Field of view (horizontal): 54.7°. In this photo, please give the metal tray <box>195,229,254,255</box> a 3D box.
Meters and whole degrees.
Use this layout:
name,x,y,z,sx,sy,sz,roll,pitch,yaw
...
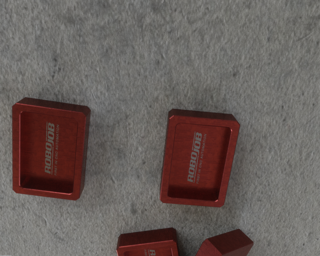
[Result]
name,x,y,z,sx,sy,sz,roll,pitch,yaw
metal tray,0.077,0.216,0.461,0.091,0.030,0.129,5,116,-44

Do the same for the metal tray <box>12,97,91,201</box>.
name,x,y,z,sx,sy,sz,roll,pitch,yaw
metal tray,-0.146,0.030,0.416,0.091,0.030,0.129,8,110,-4

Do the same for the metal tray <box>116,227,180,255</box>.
name,x,y,z,sx,sy,sz,roll,pitch,yaw
metal tray,-0.011,0.224,0.489,0.091,0.030,0.129,-8,110,2

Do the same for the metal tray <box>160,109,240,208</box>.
name,x,y,z,sx,sy,sz,roll,pitch,yaw
metal tray,0.051,0.043,0.423,0.091,0.030,0.129,5,110,-3
